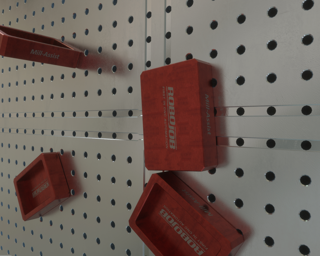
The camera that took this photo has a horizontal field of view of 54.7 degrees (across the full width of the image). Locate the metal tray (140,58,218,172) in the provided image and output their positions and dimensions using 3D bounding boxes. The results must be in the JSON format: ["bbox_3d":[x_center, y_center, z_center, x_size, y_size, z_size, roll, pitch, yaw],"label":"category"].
[{"bbox_3d":[0.021,-0.013,0.387,0.090,0.030,0.129,-5,87,39],"label":"metal tray"}]

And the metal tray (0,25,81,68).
[{"bbox_3d":[-0.211,-0.136,0.512,0.090,0.131,0.030,32,110,35],"label":"metal tray"}]

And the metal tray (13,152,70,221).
[{"bbox_3d":[-0.229,0.113,0.590,0.130,0.030,0.090,-35,69,34],"label":"metal tray"}]

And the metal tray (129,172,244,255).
[{"bbox_3d":[0.025,0.126,0.383,0.130,0.030,0.089,39,113,32],"label":"metal tray"}]
